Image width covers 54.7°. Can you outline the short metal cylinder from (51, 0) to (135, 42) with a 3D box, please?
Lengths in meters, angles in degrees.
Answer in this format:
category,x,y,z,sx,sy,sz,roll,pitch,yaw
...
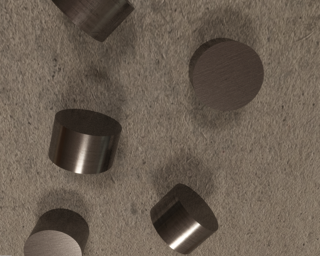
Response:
category,x,y,z,sx,sy,sz,roll,pitch,yaw
short metal cylinder,-0.073,-0.139,0.328,0.050,0.080,0.080,-42,105,14

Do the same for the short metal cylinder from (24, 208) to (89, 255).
category,x,y,z,sx,sy,sz,roll,pitch,yaw
short metal cylinder,-0.150,0.167,0.456,0.081,0.050,0.079,0,110,-1

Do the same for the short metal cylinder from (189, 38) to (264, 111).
category,x,y,z,sx,sy,sz,roll,pitch,yaw
short metal cylinder,0.077,-0.066,0.373,0.081,0.050,0.079,0,110,-1

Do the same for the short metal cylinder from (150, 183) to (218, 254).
category,x,y,z,sx,sy,sz,roll,pitch,yaw
short metal cylinder,0.033,0.124,0.427,0.080,0.080,0.050,40,105,-14

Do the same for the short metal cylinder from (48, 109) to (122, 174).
category,x,y,z,sx,sy,sz,roll,pitch,yaw
short metal cylinder,-0.093,0.015,0.385,0.081,0.080,0.050,15,109,-6
